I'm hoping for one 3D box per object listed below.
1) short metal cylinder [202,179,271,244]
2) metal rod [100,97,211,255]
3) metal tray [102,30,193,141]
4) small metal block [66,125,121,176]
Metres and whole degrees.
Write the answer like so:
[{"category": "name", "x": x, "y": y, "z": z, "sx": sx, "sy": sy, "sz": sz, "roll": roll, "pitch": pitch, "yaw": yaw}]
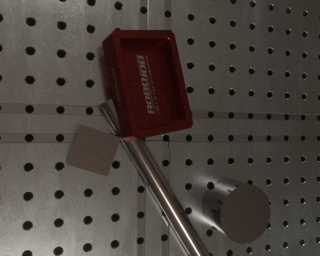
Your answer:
[{"category": "short metal cylinder", "x": 0.108, "y": 0.116, "z": 0.441, "sx": 0.081, "sy": 0.050, "sz": 0.079, "roll": 0, "pitch": 90, "yaw": -20}, {"category": "metal rod", "x": 0.008, "y": 0.093, "z": 0.416, "sx": 0.025, "sy": 0.025, "sz": 0.299, "roll": -33, "pitch": 101, "yaw": -17}, {"category": "metal tray", "x": -0.014, "y": -0.055, "z": 0.389, "sx": 0.091, "sy": 0.030, "sz": 0.129, "roll": -12, "pitch": 89, "yaw": -33}, {"category": "small metal block", "x": -0.082, "y": 0.027, "z": 0.383, "sx": 0.050, "sy": 0.025, "sz": 0.050, "roll": 20, "pitch": 83, "yaw": -19}]
